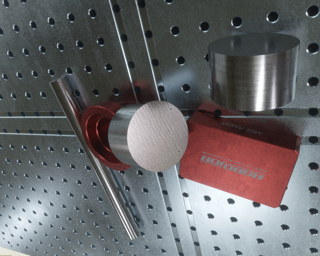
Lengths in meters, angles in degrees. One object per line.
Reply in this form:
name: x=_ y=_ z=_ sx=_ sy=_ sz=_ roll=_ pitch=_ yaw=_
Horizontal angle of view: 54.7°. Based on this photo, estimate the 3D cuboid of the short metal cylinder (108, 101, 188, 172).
short metal cylinder: x=-0.014 y=0.009 z=0.366 sx=0.050 sy=0.080 sz=0.080 roll=2 pitch=123 yaw=57

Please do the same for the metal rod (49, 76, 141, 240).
metal rod: x=-0.097 y=0.060 z=0.499 sx=0.025 sy=0.025 sz=0.299 roll=-8 pitch=115 yaw=31

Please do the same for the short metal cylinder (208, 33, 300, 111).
short metal cylinder: x=0.088 y=-0.056 z=0.295 sx=0.080 sy=0.080 sz=0.050 roll=6 pitch=121 yaw=25

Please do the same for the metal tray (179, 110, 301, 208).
metal tray: x=0.093 y=0.038 z=0.383 sx=0.130 sy=0.030 sz=0.089 roll=16 pitch=125 yaw=19

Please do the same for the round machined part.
round machined part: x=-0.059 y=0.007 z=0.429 sx=0.098 sy=0.042 sz=0.097 roll=19 pitch=126 yaw=29
